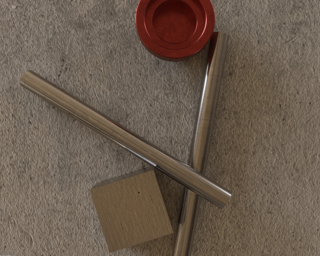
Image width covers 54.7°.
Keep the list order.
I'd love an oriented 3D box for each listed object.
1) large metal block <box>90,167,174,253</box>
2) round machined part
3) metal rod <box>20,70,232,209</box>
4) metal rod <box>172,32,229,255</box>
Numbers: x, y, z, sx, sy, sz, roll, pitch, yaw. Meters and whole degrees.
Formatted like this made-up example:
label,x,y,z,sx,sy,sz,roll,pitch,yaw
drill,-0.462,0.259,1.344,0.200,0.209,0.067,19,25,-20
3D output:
label,x,y,z,sx,sy,sz,roll,pitch,yaw
large metal block,-0.034,0.100,0.397,0.080,0.050,0.080,-18,90,-1
round machined part,0.019,-0.134,0.402,0.099,0.042,0.097,0,90,-1
metal rod,-0.047,0.012,0.394,0.301,0.025,0.025,31,90,5
metal rod,0.054,0.023,0.410,0.025,0.025,0.298,10,90,-1
